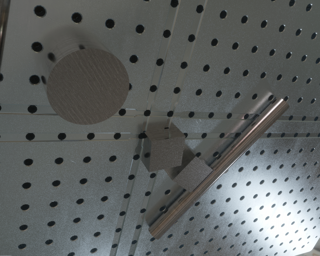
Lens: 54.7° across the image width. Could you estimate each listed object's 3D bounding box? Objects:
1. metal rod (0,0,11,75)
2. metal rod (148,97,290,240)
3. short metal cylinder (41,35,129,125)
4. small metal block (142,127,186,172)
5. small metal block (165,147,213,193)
[{"bbox_3d":[-0.145,-0.102,0.268,0.025,0.025,0.298,7,115,-31],"label":"metal rod"},{"bbox_3d":[0.093,0.067,0.503,0.300,0.025,0.025,-46,129,4],"label":"metal rod"},{"bbox_3d":[-0.078,-0.050,0.321,0.081,0.050,0.079,-14,124,-21],"label":"short metal cylinder"},{"bbox_3d":[0.005,0.030,0.432,0.050,0.025,0.050,-9,122,-24],"label":"small metal block"},{"bbox_3d":[0.045,0.065,0.476,0.050,0.025,0.050,-47,129,4],"label":"small metal block"}]
